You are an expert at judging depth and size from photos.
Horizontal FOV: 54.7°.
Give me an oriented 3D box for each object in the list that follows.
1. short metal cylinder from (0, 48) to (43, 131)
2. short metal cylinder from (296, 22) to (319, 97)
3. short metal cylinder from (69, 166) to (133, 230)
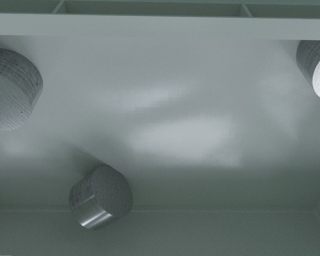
[{"bbox_3d":[-0.182,-0.043,0.353,0.081,0.050,0.079,-1,130,0],"label":"short metal cylinder"},{"bbox_3d":[0.196,-0.074,0.333,0.081,0.050,0.079,0,130,0],"label":"short metal cylinder"},{"bbox_3d":[-0.086,0.104,0.460,0.050,0.080,0.080,-35,122,25],"label":"short metal cylinder"}]
